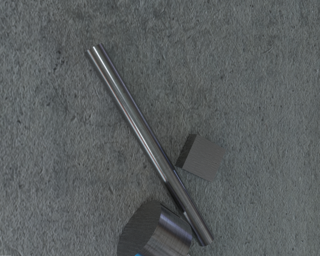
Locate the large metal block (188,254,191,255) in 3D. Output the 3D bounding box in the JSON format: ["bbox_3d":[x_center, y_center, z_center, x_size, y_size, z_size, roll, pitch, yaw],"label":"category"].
[{"bbox_3d":[0.024,0.212,0.406,0.080,0.050,0.080,-45,104,-15],"label":"large metal block"}]

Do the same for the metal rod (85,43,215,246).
[{"bbox_3d":[-0.008,0.030,0.407,0.025,0.025,0.299,-33,101,-17],"label":"metal rod"}]

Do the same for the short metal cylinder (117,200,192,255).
[{"bbox_3d":[-0.007,0.136,0.378,0.050,0.080,0.080,40,77,-16],"label":"short metal cylinder"}]

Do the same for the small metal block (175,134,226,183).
[{"bbox_3d":[0.056,0.042,0.431,0.050,0.025,0.050,28,81,-18],"label":"small metal block"}]
